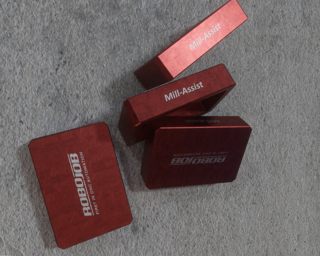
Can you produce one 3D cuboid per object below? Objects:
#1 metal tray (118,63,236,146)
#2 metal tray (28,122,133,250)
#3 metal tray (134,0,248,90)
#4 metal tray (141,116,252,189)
[{"bbox_3d":[0.017,-0.026,0.378,0.131,0.090,0.030,-23,78,-19],"label":"metal tray"},{"bbox_3d":[-0.093,0.065,0.372,0.091,0.030,0.129,-16,96,-19],"label":"metal tray"},{"bbox_3d":[0.035,-0.102,0.386,0.130,0.090,0.030,-40,102,-16],"label":"metal tray"},{"bbox_3d":[0.046,0.031,0.402,0.131,0.030,0.089,-1,119,-20],"label":"metal tray"}]
